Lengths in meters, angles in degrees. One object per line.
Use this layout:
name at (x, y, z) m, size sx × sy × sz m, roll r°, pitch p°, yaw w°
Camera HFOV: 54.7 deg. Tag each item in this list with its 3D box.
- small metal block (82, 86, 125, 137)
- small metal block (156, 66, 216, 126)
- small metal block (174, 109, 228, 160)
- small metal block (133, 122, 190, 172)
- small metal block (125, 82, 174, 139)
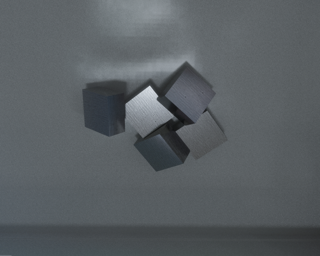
small metal block at (-0.070, -0.022, 0.386) m, size 0.050 × 0.025 × 0.050 m, roll 18°, pitch 116°, yaw 40°
small metal block at (0.033, -0.039, 0.383) m, size 0.050 × 0.025 × 0.050 m, roll 41°, pitch 70°, yaw -14°
small metal block at (0.054, 0.006, 0.413) m, size 0.050 × 0.025 × 0.050 m, roll -34°, pitch 107°, yaw 11°
small metal block at (0.002, 0.026, 0.407) m, size 0.050 × 0.025 × 0.050 m, roll -23°, pitch 112°, yaw 41°
small metal block at (-0.017, -0.023, 0.401) m, size 0.050 × 0.025 × 0.050 m, roll -36°, pitch 107°, yaw 12°
